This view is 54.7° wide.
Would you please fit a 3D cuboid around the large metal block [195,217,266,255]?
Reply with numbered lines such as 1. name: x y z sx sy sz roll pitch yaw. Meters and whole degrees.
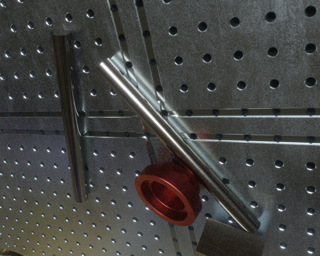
1. large metal block: 0.097 0.180 0.440 0.080 0.050 0.080 17 144 18

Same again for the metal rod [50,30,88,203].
1. metal rod: -0.136 0.002 0.481 0.025 0.025 0.298 16 125 19

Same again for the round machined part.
1. round machined part: 0.016 0.088 0.435 0.098 0.042 0.097 25 140 24

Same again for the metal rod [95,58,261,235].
1. metal rod: 0.027 0.028 0.412 0.300 0.025 0.025 47 129 -6
